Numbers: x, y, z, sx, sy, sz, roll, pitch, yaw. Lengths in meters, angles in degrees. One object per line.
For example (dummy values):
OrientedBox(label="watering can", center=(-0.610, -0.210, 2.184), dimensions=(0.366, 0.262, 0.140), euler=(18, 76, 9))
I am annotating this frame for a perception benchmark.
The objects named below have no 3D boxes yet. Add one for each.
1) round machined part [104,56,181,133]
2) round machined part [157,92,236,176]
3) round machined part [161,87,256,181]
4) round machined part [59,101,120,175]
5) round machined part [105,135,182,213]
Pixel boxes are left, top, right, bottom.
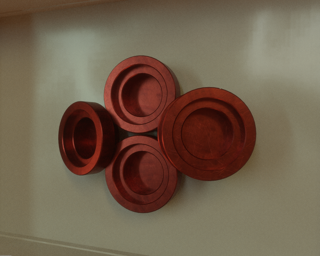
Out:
OrientedBox(label="round machined part", center=(-0.020, -0.042, 0.406), dimensions=(0.098, 0.042, 0.097), euler=(0, 90, 20))
OrientedBox(label="round machined part", center=(0.046, 0.006, 0.372), dimensions=(0.099, 0.042, 0.097), euler=(0, 89, -3))
OrientedBox(label="round machined part", center=(0.050, 0.006, 0.341), dimensions=(0.099, 0.042, 0.097), euler=(0, 90, -2))
OrientedBox(label="round machined part", center=(-0.093, 0.013, 0.422), dimensions=(0.098, 0.042, 0.097), euler=(0, 89, 40))
OrientedBox(label="round machined part", center=(-0.018, 0.057, 0.405), dimensions=(0.098, 0.042, 0.097), euler=(0, 90, 20))
